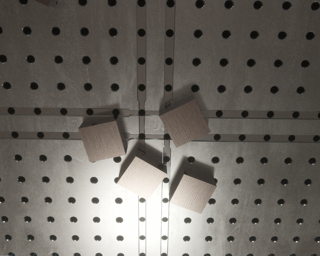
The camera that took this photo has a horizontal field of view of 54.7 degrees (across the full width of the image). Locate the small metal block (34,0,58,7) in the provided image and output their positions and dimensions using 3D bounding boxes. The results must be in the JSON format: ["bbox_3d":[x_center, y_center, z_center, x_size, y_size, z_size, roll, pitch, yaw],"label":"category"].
[{"bbox_3d":[-0.138,-0.171,0.348,0.050,0.025,0.050,22,108,-9],"label":"small metal block"}]

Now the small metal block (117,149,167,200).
[{"bbox_3d":[-0.025,0.066,0.437,0.050,0.025,0.050,31,107,-11],"label":"small metal block"}]

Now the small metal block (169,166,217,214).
[{"bbox_3d":[0.046,0.089,0.447,0.050,0.025,0.050,22,108,-8],"label":"small metal block"}]

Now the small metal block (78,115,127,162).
[{"bbox_3d":[-0.075,0.014,0.418,0.050,0.025,0.050,-12,110,4],"label":"small metal block"}]

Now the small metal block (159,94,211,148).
[{"bbox_3d":[0.033,-0.009,0.411,0.050,0.025,0.050,-25,109,8],"label":"small metal block"}]
